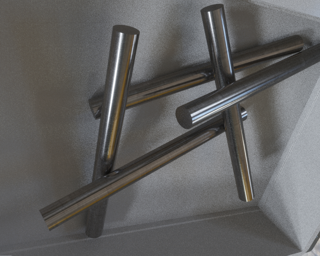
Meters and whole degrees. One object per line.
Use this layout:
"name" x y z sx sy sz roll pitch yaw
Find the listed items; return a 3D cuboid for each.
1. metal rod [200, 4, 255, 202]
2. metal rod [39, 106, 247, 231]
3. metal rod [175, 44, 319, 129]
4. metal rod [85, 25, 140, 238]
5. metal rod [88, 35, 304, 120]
"metal rod" 0.097 -0.011 0.414 0.025 0.025 0.299 -27 123 -12
"metal rod" -0.001 0.038 0.394 0.302 0.025 0.025 -26 129 -26
"metal rod" 0.140 -0.066 0.395 0.302 0.025 0.025 -26 129 -32
"metal rod" -0.063 0.029 0.367 0.025 0.025 0.298 -4 128 -27
"metal rod" 0.059 -0.071 0.396 0.302 0.025 0.025 -20 126 -17
